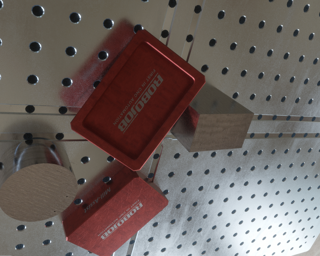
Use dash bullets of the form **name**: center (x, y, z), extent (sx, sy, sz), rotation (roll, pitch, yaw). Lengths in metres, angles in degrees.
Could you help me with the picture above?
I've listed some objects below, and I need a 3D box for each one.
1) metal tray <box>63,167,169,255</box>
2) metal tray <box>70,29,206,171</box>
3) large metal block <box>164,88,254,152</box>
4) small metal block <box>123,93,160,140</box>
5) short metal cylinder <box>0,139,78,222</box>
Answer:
- **metal tray**: center (-0.062, 0.124, 0.452), extent (0.130, 0.030, 0.090), rotation (-42, 130, 0)
- **metal tray**: center (-0.024, -0.029, 0.344), extent (0.090, 0.030, 0.130), rotation (36, 92, -10)
- **large metal block**: center (0.058, -0.014, 0.401), extent (0.081, 0.080, 0.050), rotation (-2, 120, -28)
- **small metal block**: center (-0.025, -0.015, 0.390), extent (0.050, 0.025, 0.050), rotation (-14, 125, -21)
- **short metal cylinder**: center (-0.141, 0.060, 0.356), extent (0.081, 0.050, 0.079), rotation (-14, 125, -21)
